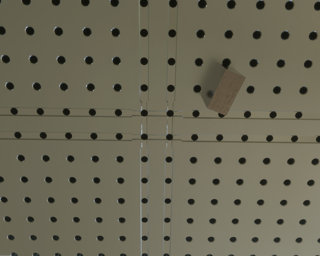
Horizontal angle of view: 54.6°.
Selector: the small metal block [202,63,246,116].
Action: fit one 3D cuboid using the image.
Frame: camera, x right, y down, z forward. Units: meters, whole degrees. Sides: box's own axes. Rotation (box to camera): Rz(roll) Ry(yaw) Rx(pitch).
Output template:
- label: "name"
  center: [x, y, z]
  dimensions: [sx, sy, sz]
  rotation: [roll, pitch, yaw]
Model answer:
- label: "small metal block"
  center: [0.077, -0.049, 0.382]
  dimensions: [0.025, 0.050, 0.050]
  rotation: [21, 109, -8]
